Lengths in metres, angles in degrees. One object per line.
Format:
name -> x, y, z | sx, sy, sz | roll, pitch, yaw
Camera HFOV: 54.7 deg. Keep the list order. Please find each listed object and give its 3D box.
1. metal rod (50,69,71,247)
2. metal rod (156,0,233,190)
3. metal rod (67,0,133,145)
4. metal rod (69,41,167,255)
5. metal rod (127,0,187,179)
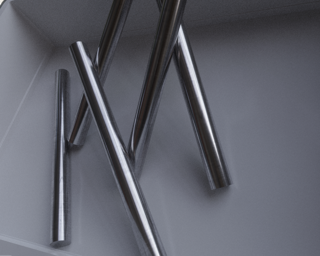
metal rod -> -0.148, 0.023, 0.467 | 0.025, 0.025, 0.299 | -23, 53, 14
metal rod -> 0.029, -0.078, 0.363 | 0.025, 0.025, 0.299 | -19, 78, 17
metal rod -> -0.072, -0.115, 0.428 | 0.025, 0.025, 0.298 | 31, 106, 37
metal rod -> -0.057, 0.017, 0.372 | 0.025, 0.025, 0.299 | -28, 68, 10
metal rod -> 0.000, -0.079, 0.353 | 0.025, 0.025, 0.298 | 26, 108, 36
